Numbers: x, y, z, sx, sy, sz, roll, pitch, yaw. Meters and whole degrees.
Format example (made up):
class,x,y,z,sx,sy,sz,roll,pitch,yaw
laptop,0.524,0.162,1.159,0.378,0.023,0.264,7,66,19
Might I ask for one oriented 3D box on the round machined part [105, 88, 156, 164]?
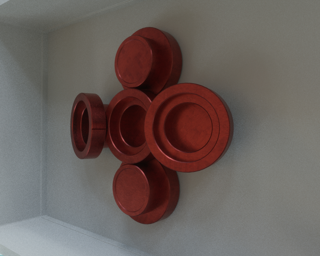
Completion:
class,x,y,z,sx,sy,sz,roll,pitch,yaw
round machined part,-0.027,-0.003,0.415,0.098,0.042,0.097,0,90,40

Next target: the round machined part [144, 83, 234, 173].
class,x,y,z,sx,sy,sz,roll,pitch,yaw
round machined part,0.035,0.000,0.354,0.098,0.042,0.097,0,90,23

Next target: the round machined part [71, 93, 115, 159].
class,x,y,z,sx,sy,sz,roll,pitch,yaw
round machined part,-0.099,-0.003,0.465,0.098,0.042,0.097,0,89,57

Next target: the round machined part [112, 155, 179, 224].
class,x,y,z,sx,sy,sz,roll,pitch,yaw
round machined part,-0.026,0.080,0.415,0.098,0.042,0.097,0,90,40

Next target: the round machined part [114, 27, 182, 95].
class,x,y,z,sx,sy,sz,roll,pitch,yaw
round machined part,-0.023,-0.085,0.412,0.098,0.042,0.097,0,90,40
